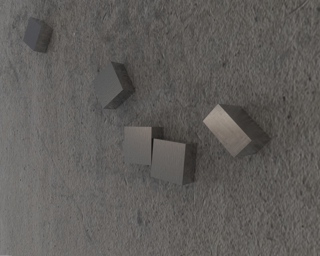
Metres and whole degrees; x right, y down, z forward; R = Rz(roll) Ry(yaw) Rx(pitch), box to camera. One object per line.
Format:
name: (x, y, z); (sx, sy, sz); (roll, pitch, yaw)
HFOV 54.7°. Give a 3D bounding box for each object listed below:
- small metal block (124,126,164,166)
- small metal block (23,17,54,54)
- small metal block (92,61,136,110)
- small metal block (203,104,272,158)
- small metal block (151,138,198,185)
small metal block: (-0.022, 0.023, 0.423); (0.050, 0.025, 0.050); (1, 91, 40)
small metal block: (-0.237, -0.180, 0.601); (0.050, 0.025, 0.050); (40, 114, 32)
small metal block: (-0.070, -0.063, 0.463); (0.050, 0.025, 0.050); (-38, 67, 33)
small metal block: (0.081, 0.002, 0.322); (0.025, 0.050, 0.050); (-52, 60, 28)
small metal block: (0.017, 0.041, 0.391); (0.050, 0.025, 0.050); (8, 95, 39)
